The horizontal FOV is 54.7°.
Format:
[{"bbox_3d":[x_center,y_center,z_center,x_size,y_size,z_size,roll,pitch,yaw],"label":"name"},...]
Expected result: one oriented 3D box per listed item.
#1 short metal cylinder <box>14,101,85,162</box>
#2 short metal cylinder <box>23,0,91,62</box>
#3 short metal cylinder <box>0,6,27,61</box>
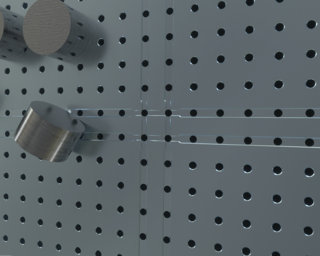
[{"bbox_3d":[-0.154,0.004,0.436,0.080,0.080,0.050,36,102,16],"label":"short metal cylinder"},{"bbox_3d":[-0.149,-0.141,0.450,0.080,0.050,0.079,0,90,19],"label":"short metal cylinder"},{"bbox_3d":[-0.257,-0.151,0.488,0.080,0.050,0.079,0,90,19],"label":"short metal cylinder"}]
